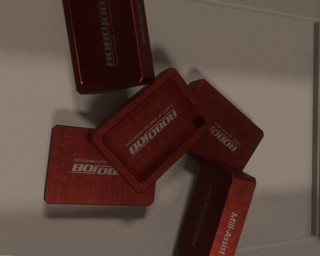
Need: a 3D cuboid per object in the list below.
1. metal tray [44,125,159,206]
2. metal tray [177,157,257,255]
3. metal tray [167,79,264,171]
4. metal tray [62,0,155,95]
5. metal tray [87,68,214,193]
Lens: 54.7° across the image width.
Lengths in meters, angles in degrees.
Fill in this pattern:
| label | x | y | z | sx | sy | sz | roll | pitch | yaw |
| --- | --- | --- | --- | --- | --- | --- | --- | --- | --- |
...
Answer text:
| label | x | y | z | sx | sy | sz | roll | pitch | yaw |
| --- | --- | --- | --- | --- | --- | --- | --- | --- | --- |
| metal tray | -0.069 | 0.047 | 0.383 | 0.131 | 0.030 | 0.089 | 7 | 88 | -20 |
| metal tray | 0.064 | 0.108 | 0.376 | 0.030 | 0.090 | 0.129 | 16 | 92 | -14 |
| metal tray | 0.075 | 0.005 | 0.437 | 0.130 | 0.030 | 0.090 | 38 | 77 | -16 |
| metal tray | -0.061 | -0.109 | 0.355 | 0.030 | 0.090 | 0.129 | -13 | 95 | -64 |
| metal tray | -0.008 | 0.002 | 0.373 | 0.130 | 0.030 | 0.090 | -43 | 104 | -15 |
